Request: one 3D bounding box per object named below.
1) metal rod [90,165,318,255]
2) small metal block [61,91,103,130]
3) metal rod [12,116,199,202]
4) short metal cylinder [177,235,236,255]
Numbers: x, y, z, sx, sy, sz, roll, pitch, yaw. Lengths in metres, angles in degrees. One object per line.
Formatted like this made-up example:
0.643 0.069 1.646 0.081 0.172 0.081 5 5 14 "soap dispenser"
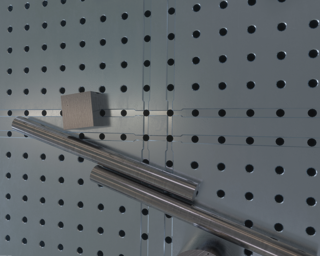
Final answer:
0.042 0.111 0.397 0.301 0.025 0.025 19 96 19 "metal rod"
-0.114 -0.025 0.453 0.050 0.025 0.050 -6 88 19 "small metal block"
-0.090 0.038 0.444 0.301 0.025 0.025 18 96 19 "metal rod"
0.055 0.180 0.380 0.080 0.050 0.080 0 90 20 "short metal cylinder"
